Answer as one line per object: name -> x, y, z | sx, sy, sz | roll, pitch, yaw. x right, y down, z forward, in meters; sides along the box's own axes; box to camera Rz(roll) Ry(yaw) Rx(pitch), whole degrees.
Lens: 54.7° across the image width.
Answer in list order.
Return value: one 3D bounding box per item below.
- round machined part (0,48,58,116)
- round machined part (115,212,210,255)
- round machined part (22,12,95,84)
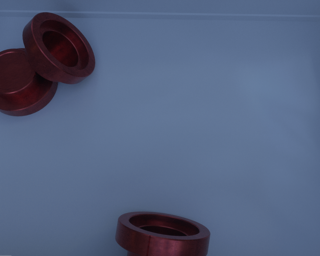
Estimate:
round machined part -> -0.195, -0.069, 0.423 | 0.099, 0.042, 0.098 | 0, 70, -1
round machined part -> 0.001, 0.123, 0.329 | 0.099, 0.098, 0.042 | 8, 88, 3
round machined part -> -0.139, -0.101, 0.417 | 0.042, 0.099, 0.098 | -29, 68, 29
